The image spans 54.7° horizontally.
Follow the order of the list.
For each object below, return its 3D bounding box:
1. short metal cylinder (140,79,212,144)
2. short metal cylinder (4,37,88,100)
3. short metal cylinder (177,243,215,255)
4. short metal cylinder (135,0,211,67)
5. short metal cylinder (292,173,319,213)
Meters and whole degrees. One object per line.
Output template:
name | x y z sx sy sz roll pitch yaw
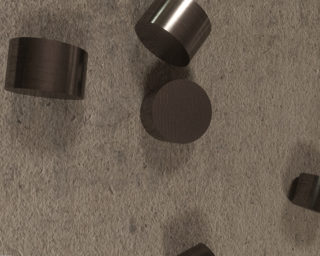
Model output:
short metal cylinder | 0.020 -0.020 0.404 0.081 0.050 0.079 0 90 -20
short metal cylinder | -0.121 -0.061 0.335 0.081 0.080 0.050 6 88 -20
short metal cylinder | 0.050 0.198 0.400 0.050 0.080 0.080 -21 98 -19
short metal cylinder | 0.016 -0.122 0.387 0.080 0.080 0.050 38 78 -17
short metal cylinder | 0.251 0.106 0.475 0.080 0.080 0.050 22 83 -19
